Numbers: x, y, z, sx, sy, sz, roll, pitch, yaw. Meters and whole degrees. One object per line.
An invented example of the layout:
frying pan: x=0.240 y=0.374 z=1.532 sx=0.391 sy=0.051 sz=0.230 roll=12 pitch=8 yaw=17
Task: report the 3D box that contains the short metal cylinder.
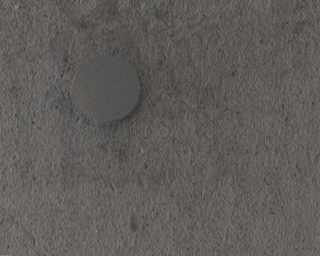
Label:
short metal cylinder: x=-0.064 y=-0.048 z=0.397 sx=0.080 sy=0.050 sz=0.080 roll=0 pitch=90 yaw=0
